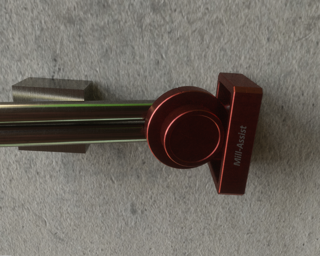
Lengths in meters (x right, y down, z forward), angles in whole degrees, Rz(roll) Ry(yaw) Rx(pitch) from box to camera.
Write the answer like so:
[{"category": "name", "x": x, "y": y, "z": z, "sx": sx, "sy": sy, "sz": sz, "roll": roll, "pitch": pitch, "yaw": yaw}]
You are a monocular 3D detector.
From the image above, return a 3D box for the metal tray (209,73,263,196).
[{"category": "metal tray", "x": 0.087, "y": 0.004, "z": 0.379, "sx": 0.030, "sy": 0.090, "sz": 0.129, "roll": 3, "pitch": 110, "yaw": -2}]

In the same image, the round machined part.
[{"category": "round machined part", "x": 0.034, "y": 0.005, "z": 0.352, "sx": 0.099, "sy": 0.042, "sz": 0.097, "roll": -4, "pitch": 113, "yaw": -10}]

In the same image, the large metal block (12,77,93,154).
[{"category": "large metal block", "x": -0.129, "y": -0.017, "z": 0.386, "sx": 0.081, "sy": 0.050, "sz": 0.079, "roll": 3, "pitch": 110, "yaw": -2}]

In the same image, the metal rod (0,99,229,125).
[{"category": "metal rod", "x": -0.065, "y": -0.019, "z": 0.355, "sx": 0.302, "sy": 0.025, "sz": 0.025, "roll": -2, "pitch": 111, "yaw": -13}]

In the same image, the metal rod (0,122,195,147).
[{"category": "metal rod", "x": -0.067, "y": 0.006, "z": 0.364, "sx": 0.302, "sy": 0.025, "sz": 0.025, "roll": -2, "pitch": 111, "yaw": -14}]
